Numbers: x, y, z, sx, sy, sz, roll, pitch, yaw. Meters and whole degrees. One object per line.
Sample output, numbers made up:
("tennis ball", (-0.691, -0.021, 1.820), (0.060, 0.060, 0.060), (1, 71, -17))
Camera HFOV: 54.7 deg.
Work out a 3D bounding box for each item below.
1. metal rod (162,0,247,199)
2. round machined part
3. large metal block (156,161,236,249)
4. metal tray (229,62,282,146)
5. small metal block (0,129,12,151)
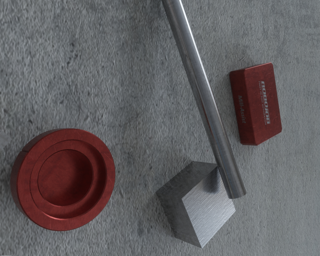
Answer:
("metal rod", (0.055, -0.051, 0.413), (0.025, 0.025, 0.299), (-19, 91, -38))
("round machined part", (-0.098, 0.049, 0.312), (0.099, 0.042, 0.097), (0, 90, -40))
("large metal block", (0.052, 0.103, 0.432), (0.081, 0.050, 0.080), (-34, 111, -35))
("metal tray", (0.170, -0.043, 0.544), (0.091, 0.030, 0.129), (-20, 103, -38))
("small metal block", (-0.158, 0.001, 0.256), (0.050, 0.050, 0.025), (51, 60, -28))
